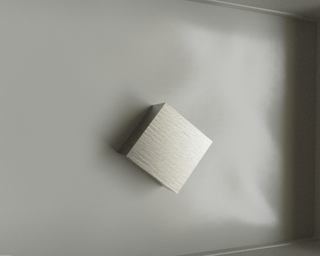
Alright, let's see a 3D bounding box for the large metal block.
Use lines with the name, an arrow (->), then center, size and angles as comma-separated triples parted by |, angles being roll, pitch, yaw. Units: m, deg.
large metal block -> 0.006, 0.025, 0.399 | 0.080, 0.050, 0.080 | 39, 78, -16
